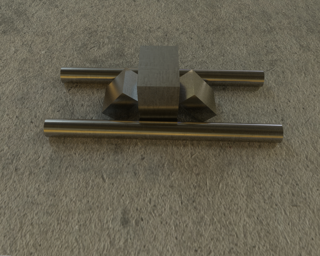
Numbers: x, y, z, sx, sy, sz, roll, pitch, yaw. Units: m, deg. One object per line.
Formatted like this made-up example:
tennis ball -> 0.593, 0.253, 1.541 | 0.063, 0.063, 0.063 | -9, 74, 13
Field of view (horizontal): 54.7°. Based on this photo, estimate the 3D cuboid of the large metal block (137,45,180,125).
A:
large metal block -> -0.002, -0.054, 0.417 | 0.050, 0.080, 0.080 | 1, 50, 0

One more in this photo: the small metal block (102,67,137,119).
small metal block -> -0.053, -0.046, 0.425 | 0.025, 0.050, 0.050 | 28, 43, -29

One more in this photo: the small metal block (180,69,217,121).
small metal block -> 0.051, -0.043, 0.424 | 0.025, 0.050, 0.050 | -30, 41, 31

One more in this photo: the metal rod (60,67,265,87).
metal rod -> 0.004, -0.078, 0.470 | 0.302, 0.025, 0.025 | 1, 50, 0

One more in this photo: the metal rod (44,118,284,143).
metal rod -> 0.004, 0.003, 0.402 | 0.302, 0.025, 0.025 | 1, 50, 0
